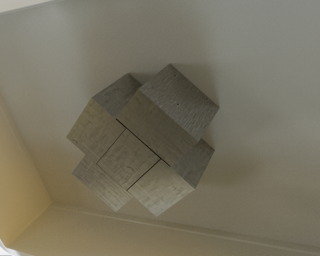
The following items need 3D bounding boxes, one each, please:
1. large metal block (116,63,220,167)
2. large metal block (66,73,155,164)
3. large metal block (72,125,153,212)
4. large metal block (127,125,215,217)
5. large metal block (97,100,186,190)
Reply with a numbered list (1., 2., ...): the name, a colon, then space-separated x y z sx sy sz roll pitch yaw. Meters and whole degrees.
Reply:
1. large metal block: 0.012 -0.017 0.354 0.080 0.080 0.050 42 129 -1
2. large metal block: -0.061 -0.013 0.394 0.050 0.080 0.080 42 129 -1
3. large metal block: -0.060 0.055 0.436 0.080 0.080 0.050 42 129 -1
4. large metal block: 0.015 0.054 0.397 0.050 0.080 0.080 42 129 -1
5. large metal block: -0.023 0.020 0.395 0.050 0.080 0.080 42 129 -1
